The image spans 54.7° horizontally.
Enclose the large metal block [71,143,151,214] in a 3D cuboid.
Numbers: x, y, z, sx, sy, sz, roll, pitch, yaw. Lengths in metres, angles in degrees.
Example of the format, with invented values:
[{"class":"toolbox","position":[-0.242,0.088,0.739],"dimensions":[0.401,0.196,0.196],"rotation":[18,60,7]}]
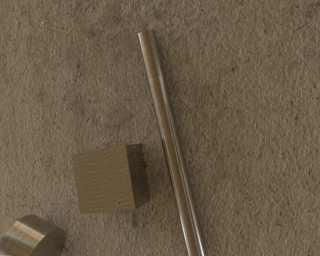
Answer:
[{"class":"large metal block","position":[-0.065,0.067,0.419],"dimensions":[0.080,0.050,0.080],"rotation":[-10,87,19]}]

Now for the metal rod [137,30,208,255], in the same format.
[{"class":"metal rod","position":[0.015,0.019,0.403],"dimensions":[0.025,0.025,0.298],"rotation":[-14,85,19]}]

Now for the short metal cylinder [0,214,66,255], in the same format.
[{"class":"short metal cylinder","position":[-0.182,0.172,0.444],"dimensions":[0.050,0.080,0.080],"rotation":[20,97,19]}]
